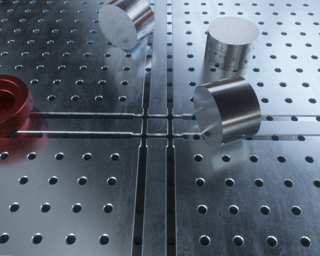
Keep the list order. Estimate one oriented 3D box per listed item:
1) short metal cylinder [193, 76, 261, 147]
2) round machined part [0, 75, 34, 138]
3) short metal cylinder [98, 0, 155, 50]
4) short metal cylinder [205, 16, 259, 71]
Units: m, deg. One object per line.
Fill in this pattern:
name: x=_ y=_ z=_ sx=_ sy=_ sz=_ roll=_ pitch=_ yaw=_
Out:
short metal cylinder: x=0.082 y=-0.021 z=0.390 sx=0.050 sy=0.080 sz=0.080 roll=-16 pitch=52 yaw=-13
round machined part: x=-0.220 y=-0.024 z=0.415 sx=0.099 sy=0.042 sz=0.098 roll=0 pitch=50 yaw=0
short metal cylinder: x=-0.056 y=-0.180 z=0.523 sx=0.080 sy=0.080 sz=0.050 roll=27 pitch=55 yaw=20
short metal cylinder: x=0.117 y=-0.139 z=0.509 sx=0.081 sy=0.050 sz=0.080 roll=0 pitch=50 yaw=0
